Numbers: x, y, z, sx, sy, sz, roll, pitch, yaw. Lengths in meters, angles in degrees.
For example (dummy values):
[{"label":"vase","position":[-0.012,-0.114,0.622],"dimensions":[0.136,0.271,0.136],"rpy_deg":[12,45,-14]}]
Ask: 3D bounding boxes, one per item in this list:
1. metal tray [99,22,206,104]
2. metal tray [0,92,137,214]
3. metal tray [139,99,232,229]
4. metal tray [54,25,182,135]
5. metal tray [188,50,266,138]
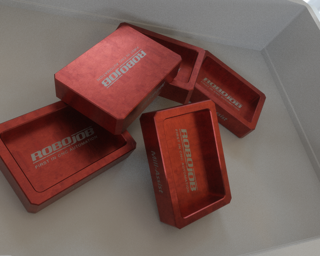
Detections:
[{"label":"metal tray","position":[-0.010,-0.093,0.433],"dimensions":[0.131,0.030,0.090],"rpy_deg":[19,53,2]},{"label":"metal tray","position":[-0.102,0.018,0.336],"dimensions":[0.131,0.030,0.090],"rpy_deg":[-30,79,-38]},{"label":"metal tray","position":[0.033,0.038,0.362],"dimensions":[0.091,0.030,0.129],"rpy_deg":[-15,97,-35]},{"label":"metal tray","position":[-0.045,-0.062,0.364],"dimensions":[0.090,0.030,0.131],"rpy_deg":[33,54,10]},{"label":"metal tray","position":[0.100,-0.056,0.492],"dimensions":[0.130,0.030,0.090],"rpy_deg":[36,51,-5]}]
